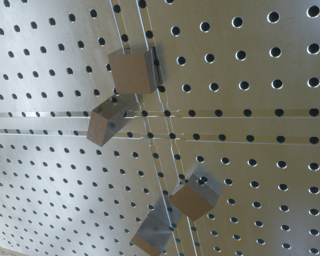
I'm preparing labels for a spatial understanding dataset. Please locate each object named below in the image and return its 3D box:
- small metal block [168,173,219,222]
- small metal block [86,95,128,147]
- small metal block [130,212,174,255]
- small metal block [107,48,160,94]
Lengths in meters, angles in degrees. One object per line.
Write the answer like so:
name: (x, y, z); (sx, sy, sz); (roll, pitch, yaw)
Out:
small metal block: (0.048, 0.101, 0.449); (0.050, 0.025, 0.050); (41, 129, 0)
small metal block: (-0.073, -0.010, 0.428); (0.025, 0.050, 0.050); (29, 128, 10)
small metal block: (-0.012, 0.177, 0.512); (0.050, 0.050, 0.025); (33, 129, 6)
small metal block: (-0.032, -0.071, 0.385); (0.050, 0.025, 0.050); (4, 121, 26)
